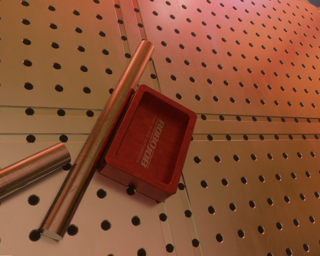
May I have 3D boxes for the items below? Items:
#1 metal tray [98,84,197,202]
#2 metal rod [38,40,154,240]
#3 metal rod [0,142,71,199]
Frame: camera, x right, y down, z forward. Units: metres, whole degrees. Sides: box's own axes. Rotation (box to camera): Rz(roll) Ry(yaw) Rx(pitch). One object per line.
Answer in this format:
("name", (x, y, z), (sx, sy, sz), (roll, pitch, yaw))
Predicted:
("metal tray", (-0.010, 0.015, 0.391), (0.090, 0.030, 0.130), (28, 52, -11))
("metal rod", (-0.062, -0.012, 0.382), (0.025, 0.025, 0.300), (29, 52, -11))
("metal rod", (-0.208, 0.085, 0.244), (0.302, 0.025, 0.025), (-29, 78, -38))
